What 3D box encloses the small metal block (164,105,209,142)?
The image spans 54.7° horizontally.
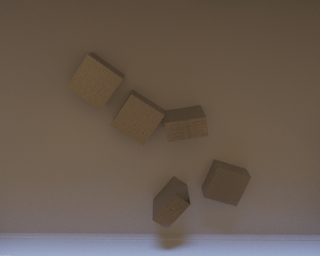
[{"bbox_3d":[0.032,-0.007,0.396,0.050,0.050,0.025,-9,110,2],"label":"small metal block"}]

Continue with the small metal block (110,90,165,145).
[{"bbox_3d":[-0.029,-0.014,0.406,0.050,0.025,0.050,32,107,-11],"label":"small metal block"}]

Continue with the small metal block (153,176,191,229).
[{"bbox_3d":[0.015,0.104,0.437,0.025,0.050,0.050,36,106,-13],"label":"small metal block"}]

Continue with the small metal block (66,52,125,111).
[{"bbox_3d":[-0.080,-0.059,0.389,0.050,0.025,0.050,34,106,-12],"label":"small metal block"}]

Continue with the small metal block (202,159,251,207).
[{"bbox_3d":[0.093,0.078,0.442,0.050,0.025,0.050,17,109,-7],"label":"small metal block"}]
